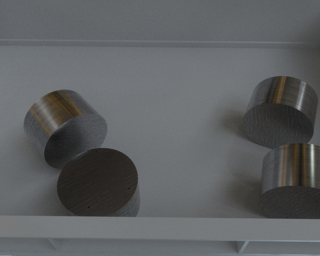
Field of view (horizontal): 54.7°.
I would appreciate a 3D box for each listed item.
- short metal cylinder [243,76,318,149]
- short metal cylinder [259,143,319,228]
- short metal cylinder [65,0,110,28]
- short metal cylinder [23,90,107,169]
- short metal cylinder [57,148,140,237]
[{"bbox_3d":[0.149,-0.017,0.385,0.080,0.080,0.050,18,53,15],"label":"short metal cylinder"},{"bbox_3d":[0.146,0.060,0.319,0.080,0.080,0.050,13,51,10],"label":"short metal cylinder"},{"bbox_3d":[-0.137,-0.234,0.587,0.080,0.050,0.080,0,50,0],"label":"short metal cylinder"},{"bbox_3d":[-0.111,0.002,0.367,0.080,0.080,0.050,-33,58,-25],"label":"short metal cylinder"},{"bbox_3d":[-0.062,0.068,0.331,0.080,0.050,0.080,0,50,0],"label":"short metal cylinder"}]
